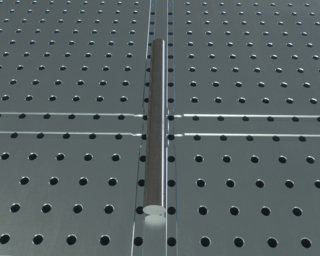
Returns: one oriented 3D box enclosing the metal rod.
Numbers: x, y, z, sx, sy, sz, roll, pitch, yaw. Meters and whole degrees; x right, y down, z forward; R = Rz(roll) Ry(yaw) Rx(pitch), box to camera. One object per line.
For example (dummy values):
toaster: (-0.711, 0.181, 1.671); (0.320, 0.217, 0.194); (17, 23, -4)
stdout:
metal rod: (-0.004, -0.026, 0.430); (0.025, 0.025, 0.300); (1, 50, 0)
